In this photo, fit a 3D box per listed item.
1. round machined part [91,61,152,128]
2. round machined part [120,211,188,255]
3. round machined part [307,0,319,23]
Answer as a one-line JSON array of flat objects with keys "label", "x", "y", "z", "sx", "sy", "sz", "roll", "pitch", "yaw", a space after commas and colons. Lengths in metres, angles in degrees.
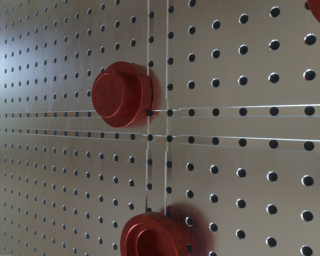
[{"label": "round machined part", "x": -0.062, "y": -0.048, "z": 0.451, "sx": 0.098, "sy": 0.042, "sz": 0.097, "roll": 0, "pitch": 90, "yaw": 40}, {"label": "round machined part", "x": -0.003, "y": 0.158, "z": 0.402, "sx": 0.098, "sy": 0.042, "sz": 0.097, "roll": 0, "pitch": 90, "yaw": 40}, {"label": "round machined part", "x": 0.173, "y": -0.126, "z": 0.256, "sx": 0.098, "sy": 0.042, "sz": 0.097, "roll": 0, "pitch": 90, "yaw": 40}]
